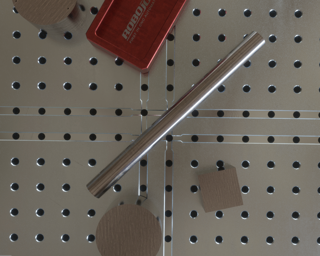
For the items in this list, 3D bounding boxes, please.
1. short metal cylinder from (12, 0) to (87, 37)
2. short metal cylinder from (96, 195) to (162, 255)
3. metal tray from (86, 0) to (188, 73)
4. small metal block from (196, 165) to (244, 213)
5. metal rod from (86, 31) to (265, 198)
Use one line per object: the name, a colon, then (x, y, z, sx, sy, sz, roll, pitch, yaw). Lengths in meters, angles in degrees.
short metal cylinder: (-0.140, -0.165, 0.399, 0.081, 0.050, 0.079, 0, 90, 0)
short metal cylinder: (-0.038, 0.132, 0.401, 0.081, 0.050, 0.079, 0, 90, 0)
metal tray: (-0.026, -0.150, 0.410, 0.090, 0.030, 0.130, 30, 90, 0)
small metal block: (0.079, 0.081, 0.414, 0.050, 0.025, 0.050, -12, 90, 0)
metal rod: (0.021, -0.018, 0.413, 0.300, 0.025, 0.025, -43, 90, 0)
